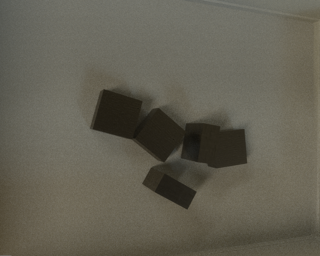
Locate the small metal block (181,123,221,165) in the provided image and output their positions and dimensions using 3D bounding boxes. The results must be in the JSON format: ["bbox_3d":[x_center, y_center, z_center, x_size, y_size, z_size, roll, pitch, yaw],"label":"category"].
[{"bbox_3d":[0.054,0.020,0.417,0.025,0.050,0.050,10,87,-21],"label":"small metal block"}]

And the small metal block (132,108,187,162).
[{"bbox_3d":[-0.002,0.009,0.408,0.050,0.025,0.050,41,77,-16],"label":"small metal block"}]

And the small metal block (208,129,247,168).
[{"bbox_3d":[0.095,0.028,0.445,0.050,0.025,0.050,-6,92,-20],"label":"small metal block"}]

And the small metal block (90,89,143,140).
[{"bbox_3d":[-0.055,-0.016,0.388,0.050,0.025,0.050,16,85,-20],"label":"small metal block"}]

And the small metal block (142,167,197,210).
[{"bbox_3d":[0.011,0.077,0.400,0.050,0.050,0.025,32,81,-18],"label":"small metal block"}]
